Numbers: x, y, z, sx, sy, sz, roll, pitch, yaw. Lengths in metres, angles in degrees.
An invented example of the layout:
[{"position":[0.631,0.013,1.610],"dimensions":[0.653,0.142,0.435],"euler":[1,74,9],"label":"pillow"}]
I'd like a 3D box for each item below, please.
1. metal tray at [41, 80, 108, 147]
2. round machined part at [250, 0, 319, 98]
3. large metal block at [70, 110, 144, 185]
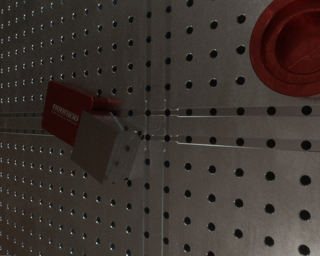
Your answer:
[{"position":[-0.149,-0.023,0.526],"dimensions":[0.130,0.030,0.089],"euler":[22,104,37],"label":"metal tray"},{"position":[0.137,-0.076,0.284],"dimensions":[0.098,0.042,0.097],"euler":[0,90,39],"label":"round machined part"},{"position":[-0.080,0.025,0.456],"dimensions":[0.080,0.050,0.079],"euler":[29,108,36],"label":"large metal block"}]
